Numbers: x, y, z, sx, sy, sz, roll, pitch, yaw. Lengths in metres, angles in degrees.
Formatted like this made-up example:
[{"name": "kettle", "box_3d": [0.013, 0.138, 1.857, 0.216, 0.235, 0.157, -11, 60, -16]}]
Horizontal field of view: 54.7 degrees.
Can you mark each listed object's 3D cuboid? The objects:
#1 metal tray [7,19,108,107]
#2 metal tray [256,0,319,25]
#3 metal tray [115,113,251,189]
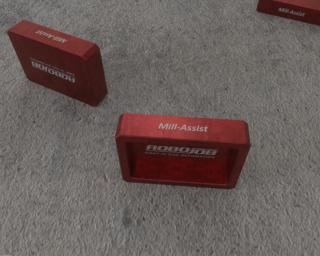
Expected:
[{"name": "metal tray", "box_3d": [-0.141, -0.090, 0.435, 0.130, 0.090, 0.030, 22, 54, 17]}, {"name": "metal tray", "box_3d": [0.268, -0.251, 0.613, 0.130, 0.030, 0.090, 20, 53, 15]}, {"name": "metal tray", "box_3d": [0.023, 0.028, 0.337, 0.131, 0.090, 0.030, 4, 50, 3]}]
